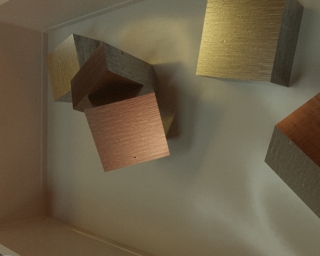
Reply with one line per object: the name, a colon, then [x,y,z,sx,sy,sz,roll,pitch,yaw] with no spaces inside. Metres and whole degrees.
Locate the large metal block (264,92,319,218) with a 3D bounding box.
large metal block: [0.136,0.028,0.249,0.050,0.080,0.080,-36,62,-6]

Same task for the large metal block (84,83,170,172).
large metal block: [-0.039,-0.002,0.379,0.080,0.050,0.080,-14,111,-2]

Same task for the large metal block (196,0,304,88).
large metal block: [0.090,-0.088,0.316,0.080,0.050,0.079,14,99,39]

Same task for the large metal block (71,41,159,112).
large metal block: [-0.062,-0.056,0.415,0.080,0.080,0.050,-39,51,33]

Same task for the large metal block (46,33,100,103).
large metal block: [-0.135,-0.093,0.503,0.080,0.050,0.080,-23,76,38]
